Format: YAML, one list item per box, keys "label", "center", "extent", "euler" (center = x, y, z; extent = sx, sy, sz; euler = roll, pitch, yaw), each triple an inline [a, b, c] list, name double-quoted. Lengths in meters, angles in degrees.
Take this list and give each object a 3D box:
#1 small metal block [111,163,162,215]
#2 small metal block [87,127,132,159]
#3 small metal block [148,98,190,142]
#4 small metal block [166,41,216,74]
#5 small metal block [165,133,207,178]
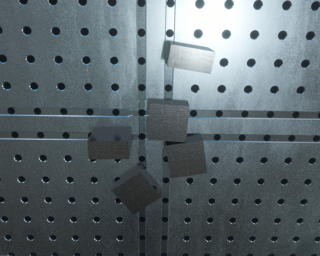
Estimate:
- label: "small metal block"
  center: [-0.033, 0.088, 0.445]
  extent: [0.050, 0.025, 0.050]
  euler: [-35, 107, 11]
- label: "small metal block"
  center: [-0.064, 0.019, 0.406]
  extent: [0.050, 0.050, 0.025]
  euler: [-1, 110, 0]
- label: "small metal block"
  center: [0.011, -0.010, 0.410]
  extent: [0.050, 0.025, 0.050]
  euler: [3, 110, -2]
- label: "small metal block"
  center: [0.035, -0.085, 0.369]
  extent: [0.050, 0.050, 0.025]
  euler: [9, 110, -4]
- label: "small metal block"
  center: [0.036, 0.038, 0.428]
  extent: [0.050, 0.025, 0.050]
  euler: [-9, 110, 2]
